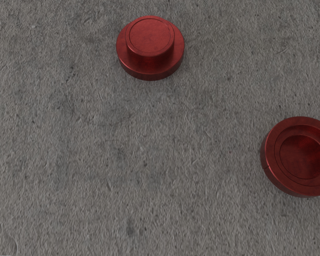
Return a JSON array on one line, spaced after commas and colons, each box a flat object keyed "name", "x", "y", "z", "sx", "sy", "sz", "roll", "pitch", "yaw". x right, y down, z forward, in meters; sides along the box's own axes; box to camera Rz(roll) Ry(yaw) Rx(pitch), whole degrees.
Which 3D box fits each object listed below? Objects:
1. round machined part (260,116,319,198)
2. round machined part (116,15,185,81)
[{"name": "round machined part", "x": 0.174, "y": 0.038, "z": 0.386, "sx": 0.099, "sy": 0.042, "sz": 0.098, "roll": 0, "pitch": 70, "yaw": 0}, {"name": "round machined part", "x": -0.014, "y": -0.120, "z": 0.443, "sx": 0.099, "sy": 0.042, "sz": 0.098, "roll": 0, "pitch": 70, "yaw": 0}]
